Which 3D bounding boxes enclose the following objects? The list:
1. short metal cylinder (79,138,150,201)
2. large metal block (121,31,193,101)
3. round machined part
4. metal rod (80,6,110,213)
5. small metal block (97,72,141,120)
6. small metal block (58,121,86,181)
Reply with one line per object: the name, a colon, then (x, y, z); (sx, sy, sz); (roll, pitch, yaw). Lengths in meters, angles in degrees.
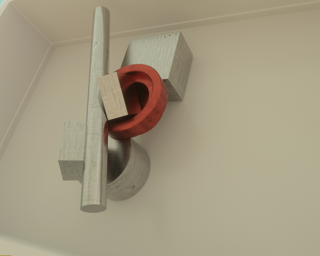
short metal cylinder: (-0.059, 0.045, 0.390); (0.080, 0.050, 0.080); (-13, 56, 20)
large metal block: (-0.006, -0.085, 0.440); (0.080, 0.050, 0.080); (0, 62, 28)
round machined part: (-0.034, -0.029, 0.390); (0.098, 0.042, 0.098); (-13, 56, 20)
metal rod: (-0.076, -0.047, 0.381); (0.025, 0.025, 0.299); (-17, 55, 18)
small metal block: (-0.047, -0.038, 0.373); (0.025, 0.050, 0.050); (-15, 90, 16)
small metal block: (-0.098, 0.027, 0.354); (0.025, 0.050, 0.050); (2, 56, -10)
